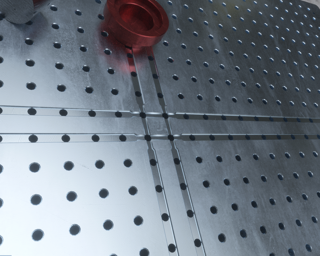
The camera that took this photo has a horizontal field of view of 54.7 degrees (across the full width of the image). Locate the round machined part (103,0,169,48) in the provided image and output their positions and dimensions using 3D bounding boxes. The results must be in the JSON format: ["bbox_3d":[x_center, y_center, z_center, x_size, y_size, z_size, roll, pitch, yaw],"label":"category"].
[{"bbox_3d":[-0.039,-0.163,0.475,0.099,0.042,0.098,14,56,-21],"label":"round machined part"}]

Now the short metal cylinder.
[{"bbox_3d":[-0.179,-0.179,0.386,0.080,0.080,0.050,31,52,-8],"label":"short metal cylinder"}]
